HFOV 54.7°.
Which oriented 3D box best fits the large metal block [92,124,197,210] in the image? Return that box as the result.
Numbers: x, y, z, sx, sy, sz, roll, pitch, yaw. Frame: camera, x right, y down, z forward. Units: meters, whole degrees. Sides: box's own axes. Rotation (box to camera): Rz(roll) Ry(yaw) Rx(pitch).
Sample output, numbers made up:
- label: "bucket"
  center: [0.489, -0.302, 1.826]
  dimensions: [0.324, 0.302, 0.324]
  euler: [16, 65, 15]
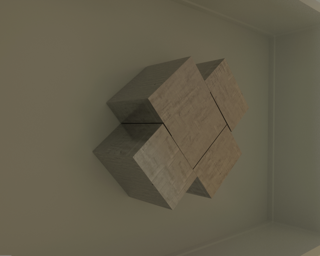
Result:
- label: "large metal block"
  center: [-0.018, 0.041, 0.357]
  dimensions: [0.050, 0.080, 0.080]
  euler: [-49, 119, -29]

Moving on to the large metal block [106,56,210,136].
- label: "large metal block"
  center: [-0.002, -0.037, 0.369]
  dimensions: [0.080, 0.080, 0.050]
  euler: [-48, 119, -30]

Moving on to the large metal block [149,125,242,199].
- label: "large metal block"
  center: [0.048, 0.040, 0.412]
  dimensions: [0.080, 0.080, 0.050]
  euler: [-48, 119, -30]

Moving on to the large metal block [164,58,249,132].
- label: "large metal block"
  center: [0.061, -0.042, 0.423]
  dimensions: [0.050, 0.080, 0.080]
  euler: [-49, 119, -29]

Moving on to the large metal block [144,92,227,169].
- label: "large metal block"
  center: [0.022, 0.002, 0.391]
  dimensions: [0.080, 0.080, 0.050]
  euler: [-48, 119, -30]
